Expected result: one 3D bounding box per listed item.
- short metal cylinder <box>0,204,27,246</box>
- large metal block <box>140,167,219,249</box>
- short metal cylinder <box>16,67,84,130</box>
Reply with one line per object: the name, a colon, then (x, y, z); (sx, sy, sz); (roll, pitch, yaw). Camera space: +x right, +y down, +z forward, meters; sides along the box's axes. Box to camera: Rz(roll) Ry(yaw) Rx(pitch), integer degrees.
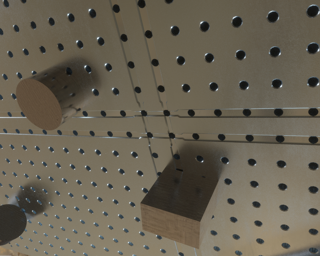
short metal cylinder: (-0.350, 0.218, 0.695); (0.050, 0.080, 0.080); (-35, 99, 38)
large metal block: (0.029, 0.106, 0.426); (0.080, 0.080, 0.050); (12, 123, 22)
short metal cylinder: (-0.159, -0.043, 0.452); (0.080, 0.050, 0.079); (13, 124, 21)
